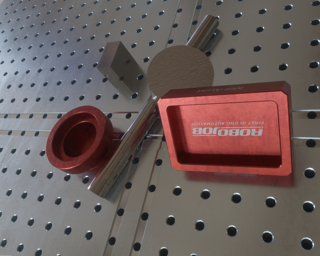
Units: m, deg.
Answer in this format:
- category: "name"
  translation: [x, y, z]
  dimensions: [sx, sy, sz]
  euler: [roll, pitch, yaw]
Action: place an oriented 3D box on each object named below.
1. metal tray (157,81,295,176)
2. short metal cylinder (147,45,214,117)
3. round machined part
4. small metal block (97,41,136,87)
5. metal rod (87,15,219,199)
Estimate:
- category: "metal tray"
  translation: [0.069, 0.002, 0.328]
  dimensions: [0.130, 0.089, 0.030]
  euler: [-1, 24, 27]
- category: "short metal cylinder"
  translation: [0.026, -0.057, 0.395]
  dimensions: [0.080, 0.050, 0.080]
  euler: [-1, 72, 4]
- category: "round machined part"
  translation: [-0.108, 0.020, 0.440]
  dimensions: [0.098, 0.042, 0.098]
  euler: [-13, 56, 20]
- category: "small metal block"
  translation: [-0.067, -0.100, 0.487]
  dimensions: [0.025, 0.050, 0.050]
  euler: [2, 63, 29]
- category: "metal rod"
  translation: [-0.002, -0.038, 0.431]
  dimensions: [0.025, 0.025, 0.300]
  euler: [24, 74, 36]
